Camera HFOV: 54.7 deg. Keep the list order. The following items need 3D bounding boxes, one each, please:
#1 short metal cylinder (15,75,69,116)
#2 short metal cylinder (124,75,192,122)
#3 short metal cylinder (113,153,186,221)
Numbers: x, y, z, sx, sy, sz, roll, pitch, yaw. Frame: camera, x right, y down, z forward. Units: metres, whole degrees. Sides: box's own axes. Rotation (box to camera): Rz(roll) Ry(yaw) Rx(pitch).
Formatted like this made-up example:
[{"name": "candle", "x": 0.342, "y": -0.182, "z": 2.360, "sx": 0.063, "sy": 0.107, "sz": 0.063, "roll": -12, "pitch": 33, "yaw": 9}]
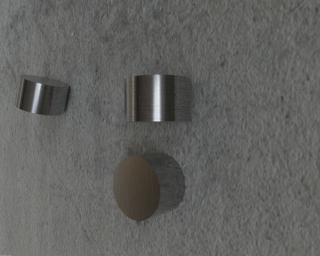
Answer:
[{"name": "short metal cylinder", "x": -0.202, "y": -0.057, "z": 0.533, "sx": 0.080, "sy": 0.081, "sz": 0.050, "roll": 24, "pitch": 105, "yaw": 37}, {"name": "short metal cylinder", "x": -0.002, "y": -0.032, "z": 0.369, "sx": 0.080, "sy": 0.081, "sz": 0.050, "roll": 0, "pitch": 90, "yaw": 39}, {"name": "short metal cylinder", "x": -0.015, "y": 0.074, "z": 0.399, "sx": 0.080, "sy": 0.050, "sz": 0.079, "roll": 0, "pitch": 90, "yaw": 39}]
